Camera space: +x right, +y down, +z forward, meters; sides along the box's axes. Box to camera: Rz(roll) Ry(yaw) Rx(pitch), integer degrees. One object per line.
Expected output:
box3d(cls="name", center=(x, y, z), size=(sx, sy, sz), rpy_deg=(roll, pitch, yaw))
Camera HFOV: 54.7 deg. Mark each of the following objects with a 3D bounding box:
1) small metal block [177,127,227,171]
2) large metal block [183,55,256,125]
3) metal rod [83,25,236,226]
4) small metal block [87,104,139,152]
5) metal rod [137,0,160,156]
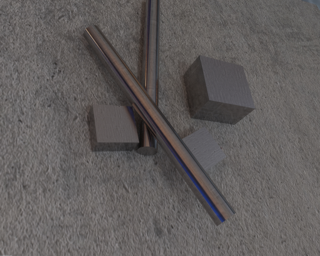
box3d(cls="small metal block", center=(0.052, 0.033, 0.414), size=(0.050, 0.025, 0.050), rpy_deg=(-26, 76, -37))
box3d(cls="large metal block", center=(0.088, -0.056, 0.472), size=(0.081, 0.050, 0.080), rpy_deg=(8, 58, -25))
box3d(cls="metal rod", center=(-0.012, -0.018, 0.377), size=(0.025, 0.025, 0.299), rpy_deg=(-21, 65, -36))
box3d(cls="small metal block", center=(-0.057, 0.000, 0.374), size=(0.050, 0.025, 0.050), rpy_deg=(2, 61, -28))
box3d(cls="metal rod", center=(-0.014, -0.099, 0.458), size=(0.025, 0.025, 0.299), rpy_deg=(14, 56, -21))
